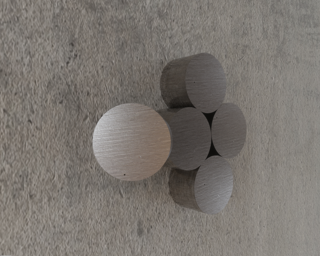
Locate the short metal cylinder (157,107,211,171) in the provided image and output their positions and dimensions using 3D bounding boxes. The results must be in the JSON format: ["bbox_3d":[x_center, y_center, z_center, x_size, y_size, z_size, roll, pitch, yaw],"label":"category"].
[{"bbox_3d":[0.022,0.013,0.408,0.081,0.050,0.080,0,90,-40],"label":"short metal cylinder"}]

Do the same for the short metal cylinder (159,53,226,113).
[{"bbox_3d":[0.046,-0.060,0.428,0.081,0.050,0.080,0,90,-40],"label":"short metal cylinder"}]

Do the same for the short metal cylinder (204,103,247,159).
[{"bbox_3d":[0.084,0.004,0.460,0.081,0.050,0.080,0,90,-40],"label":"short metal cylinder"}]

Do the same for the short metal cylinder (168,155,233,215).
[{"bbox_3d":[0.058,0.077,0.439,0.081,0.050,0.080,0,90,-40],"label":"short metal cylinder"}]

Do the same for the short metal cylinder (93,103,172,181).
[{"bbox_3d":[-0.027,0.015,0.340,0.080,0.050,0.080,0,89,4],"label":"short metal cylinder"}]
